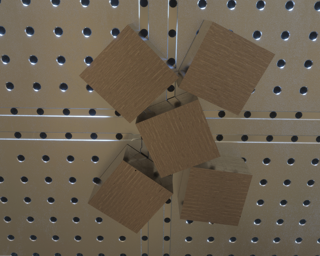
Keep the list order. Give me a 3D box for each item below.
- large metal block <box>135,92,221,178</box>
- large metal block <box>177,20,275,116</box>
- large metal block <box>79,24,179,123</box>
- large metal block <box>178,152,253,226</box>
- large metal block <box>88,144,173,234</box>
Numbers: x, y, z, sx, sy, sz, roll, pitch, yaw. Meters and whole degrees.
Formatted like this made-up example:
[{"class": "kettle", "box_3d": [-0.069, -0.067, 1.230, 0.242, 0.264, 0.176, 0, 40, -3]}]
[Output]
[{"class": "large metal block", "box_3d": [0.023, 0.007, 0.402, 0.080, 0.050, 0.080, -21, 109, 7]}, {"class": "large metal block", "box_3d": [0.074, -0.073, 0.372, 0.080, 0.050, 0.080, 23, 108, -12]}, {"class": "large metal block", "box_3d": [-0.035, -0.067, 0.375, 0.080, 0.050, 0.080, -42, 104, 14]}, {"class": "large metal block", "box_3d": [0.073, 0.083, 0.431, 0.080, 0.050, 0.079, 8, 110, -4]}, {"class": "large metal block", "box_3d": [-0.039, 0.084, 0.429, 0.080, 0.050, 0.080, 36, 106, -12]}]
